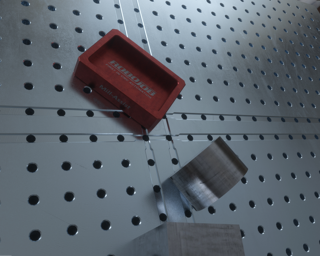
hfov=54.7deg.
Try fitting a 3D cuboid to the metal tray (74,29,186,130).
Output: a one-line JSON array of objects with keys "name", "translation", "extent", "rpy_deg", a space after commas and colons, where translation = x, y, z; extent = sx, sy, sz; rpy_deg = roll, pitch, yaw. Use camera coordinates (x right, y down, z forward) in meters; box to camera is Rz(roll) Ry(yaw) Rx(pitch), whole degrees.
[{"name": "metal tray", "translation": [-0.038, -0.069, 0.427], "extent": [0.130, 0.030, 0.090], "rpy_deg": [37, 51, -4]}]

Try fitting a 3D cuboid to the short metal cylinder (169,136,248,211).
[{"name": "short metal cylinder", "translation": [0.057, 0.054, 0.373], "extent": [0.081, 0.080, 0.050], "rpy_deg": [-34, 82, -38]}]

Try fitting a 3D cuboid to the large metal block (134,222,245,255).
[{"name": "large metal block", "translation": [0.027, 0.130, 0.310], "extent": [0.081, 0.080, 0.050], "rpy_deg": [10, 58, -24]}]
